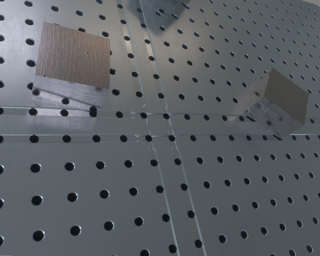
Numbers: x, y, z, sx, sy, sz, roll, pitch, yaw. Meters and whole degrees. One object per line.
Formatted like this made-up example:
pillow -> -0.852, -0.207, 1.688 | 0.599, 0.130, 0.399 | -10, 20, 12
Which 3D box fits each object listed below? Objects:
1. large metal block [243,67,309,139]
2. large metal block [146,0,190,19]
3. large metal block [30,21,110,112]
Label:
large metal block -> 0.197, -0.042, 0.523 | 0.080, 0.050, 0.080 | 34, 51, -6
large metal block -> 0.015, -0.254, 0.555 | 0.080, 0.050, 0.080 | 40, 51, -1
large metal block -> -0.107, -0.073, 0.378 | 0.081, 0.050, 0.080 | 9, 58, -23
